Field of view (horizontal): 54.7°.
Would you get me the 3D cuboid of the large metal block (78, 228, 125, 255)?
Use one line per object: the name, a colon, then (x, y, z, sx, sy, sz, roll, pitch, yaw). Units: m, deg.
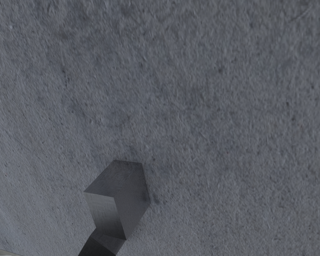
large metal block: (-0.088, 0.188, 0.532, 0.050, 0.080, 0.079, 35, 129, 5)

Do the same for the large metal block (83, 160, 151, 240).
large metal block: (-0.060, 0.106, 0.467, 0.050, 0.080, 0.079, 4, 120, 26)
